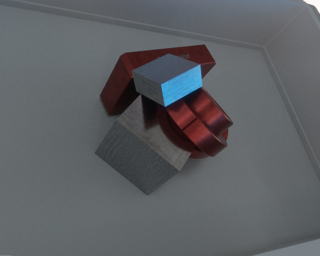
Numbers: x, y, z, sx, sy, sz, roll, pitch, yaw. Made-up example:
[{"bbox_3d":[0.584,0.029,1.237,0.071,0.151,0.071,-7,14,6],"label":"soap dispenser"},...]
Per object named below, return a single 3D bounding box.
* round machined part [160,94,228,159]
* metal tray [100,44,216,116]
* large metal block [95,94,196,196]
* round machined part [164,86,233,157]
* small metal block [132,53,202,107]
[{"bbox_3d":[0.039,-0.003,0.419,0.099,0.042,0.098,14,56,-21],"label":"round machined part"},{"bbox_3d":[-0.002,-0.062,0.400,0.131,0.090,0.030,-16,71,-35],"label":"metal tray"},{"bbox_3d":[-0.016,0.021,0.349,0.080,0.080,0.050,39,51,-2],"label":"large metal block"},{"bbox_3d":[0.046,-0.018,0.356,0.098,0.042,0.098,46,13,-13],"label":"round machined part"},{"bbox_3d":[0.007,-0.052,0.322,0.050,0.025,0.050,-31,40,-25],"label":"small metal block"}]
